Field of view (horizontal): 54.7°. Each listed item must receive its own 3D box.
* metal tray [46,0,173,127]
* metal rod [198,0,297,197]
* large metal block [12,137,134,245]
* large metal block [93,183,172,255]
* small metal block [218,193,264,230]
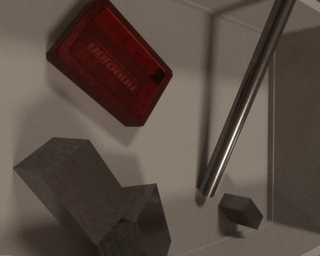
[{"bbox_3d":[-0.051,-0.072,0.361,0.130,0.030,0.090,43,64,-32],"label":"metal tray"},{"bbox_3d":[0.118,-0.038,0.435,0.025,0.025,0.298,8,108,-40],"label":"metal rod"},{"bbox_3d":[-0.085,0.057,0.301,0.050,0.080,0.080,-44,117,-31],"label":"large metal block"},{"bbox_3d":[-0.028,0.118,0.344,0.080,0.050,0.079,-52,131,-69],"label":"large metal block"},{"bbox_3d":[0.131,0.135,0.504,0.050,0.050,0.025,52,59,-28],"label":"small metal block"}]
